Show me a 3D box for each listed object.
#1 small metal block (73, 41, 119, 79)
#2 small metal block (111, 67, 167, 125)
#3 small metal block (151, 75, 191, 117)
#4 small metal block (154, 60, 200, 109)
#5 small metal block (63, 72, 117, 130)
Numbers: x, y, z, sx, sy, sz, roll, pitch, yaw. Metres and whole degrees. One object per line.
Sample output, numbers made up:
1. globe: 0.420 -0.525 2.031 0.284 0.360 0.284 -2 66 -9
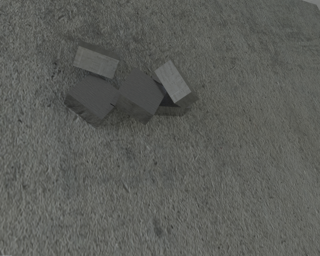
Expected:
1. small metal block: -0.083 -0.089 0.401 0.050 0.025 0.050 17 18 -19
2. small metal block: -0.025 -0.040 0.384 0.050 0.025 0.050 33 51 -7
3. small metal block: 0.010 -0.044 0.440 0.050 0.025 0.050 2 61 -28
4. small metal block: 0.023 -0.056 0.405 0.050 0.025 0.050 59 13 14
5. small metal block: -0.081 -0.035 0.384 0.050 0.025 0.050 39 51 -3
